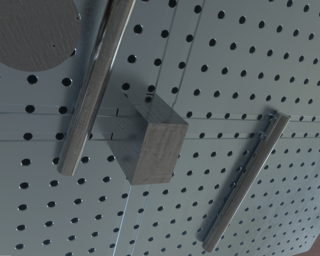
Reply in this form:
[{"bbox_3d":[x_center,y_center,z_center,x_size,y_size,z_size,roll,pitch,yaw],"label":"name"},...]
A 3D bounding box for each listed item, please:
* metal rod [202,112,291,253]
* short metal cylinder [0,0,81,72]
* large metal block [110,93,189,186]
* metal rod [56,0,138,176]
[{"bbox_3d":[0.149,0.107,0.561,0.025,0.025,0.298,10,113,-33],"label":"metal rod"},{"bbox_3d":[-0.116,-0.096,0.273,0.081,0.050,0.079,-14,124,-21],"label":"short metal cylinder"},{"bbox_3d":[-0.017,0.011,0.375,0.050,0.080,0.079,2,118,-30],"label":"large metal block"},{"bbox_3d":[-0.058,-0.068,0.311,0.025,0.025,0.298,6,124,-32],"label":"metal rod"}]
